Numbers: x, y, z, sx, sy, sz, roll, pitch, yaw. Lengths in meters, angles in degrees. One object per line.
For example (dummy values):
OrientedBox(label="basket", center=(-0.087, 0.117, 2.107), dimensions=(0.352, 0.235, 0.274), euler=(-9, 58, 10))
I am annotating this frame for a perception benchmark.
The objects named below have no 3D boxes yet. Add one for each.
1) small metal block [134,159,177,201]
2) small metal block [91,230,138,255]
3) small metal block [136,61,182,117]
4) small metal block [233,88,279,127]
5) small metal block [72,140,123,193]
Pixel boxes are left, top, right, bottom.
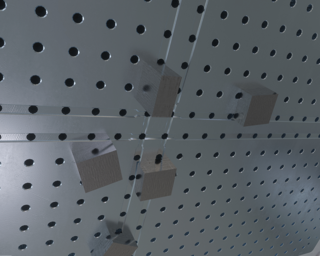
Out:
OrientedBox(label="small metal block", center=(-0.007, 0.076, 0.453), dimensions=(0.050, 0.025, 0.050), euler=(-5, 121, -26))
OrientedBox(label="small metal block", center=(-0.072, 0.194, 0.491), dimensions=(0.050, 0.025, 0.050), euler=(29, 103, -38))
OrientedBox(label="small metal block", center=(-0.003, -0.046, 0.364), dimensions=(0.025, 0.050, 0.050), euler=(0, 118, -29))
OrientedBox(label="small metal block", center=(0.145, -0.032, 0.469), dimensions=(0.050, 0.025, 0.050), euler=(-6, 121, -25))
OrientedBox(label="small metal block", center=(-0.079, 0.049, 0.398), dimensions=(0.050, 0.025, 0.050), euler=(-18, 126, -18))
